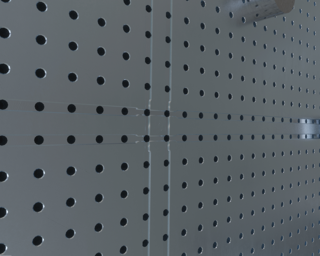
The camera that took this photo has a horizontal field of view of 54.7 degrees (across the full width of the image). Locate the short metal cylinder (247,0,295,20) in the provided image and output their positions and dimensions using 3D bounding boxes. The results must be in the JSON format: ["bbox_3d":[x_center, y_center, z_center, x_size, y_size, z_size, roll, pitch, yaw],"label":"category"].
[{"bbox_3d":[0.200,-0.241,0.560,0.081,0.050,0.079,0,90,-40],"label":"short metal cylinder"}]
